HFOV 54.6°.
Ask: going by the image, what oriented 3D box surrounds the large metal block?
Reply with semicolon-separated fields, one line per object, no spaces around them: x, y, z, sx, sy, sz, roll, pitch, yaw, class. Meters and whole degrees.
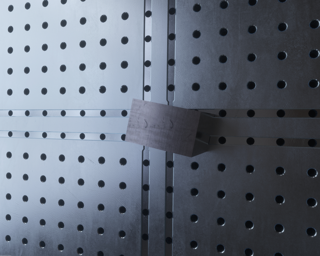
0.015;-0.001;0.378;0.080;0.080;0.050;13;94;19;large metal block
